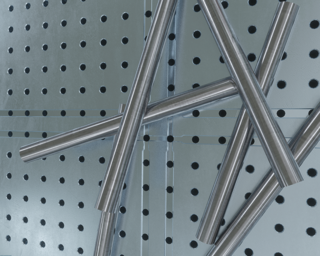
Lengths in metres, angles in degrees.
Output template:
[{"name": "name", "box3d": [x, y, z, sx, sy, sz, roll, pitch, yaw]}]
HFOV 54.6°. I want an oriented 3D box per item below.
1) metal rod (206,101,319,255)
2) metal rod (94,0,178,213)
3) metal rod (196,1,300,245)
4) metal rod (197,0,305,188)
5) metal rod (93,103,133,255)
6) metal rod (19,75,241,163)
[{"name": "metal rod", "box3d": [0.116, 0.092, 0.371, 0.025, 0.025, 0.299, 36, 101, 16]}, {"name": "metal rod", "box3d": [-0.023, -0.048, 0.380, 0.025, 0.025, 0.299, 12, 79, 19]}, {"name": "metal rod", "box3d": [0.103, 0.000, 0.376, 0.025, 0.025, 0.298, 20, 97, 19]}, {"name": "metal rod", "box3d": [0.088, -0.078, 0.360, 0.025, 0.025, 0.299, -25, 74, 18]}, {"name": "metal rod", "box3d": [-0.070, 0.114, 0.437, 0.025, 0.025, 0.298, 12, 94, 19]}, {"name": "metal rod", "box3d": [-0.044, -0.009, 0.403, 0.301, 0.025, 0.025, -18, 84, 9]}]
